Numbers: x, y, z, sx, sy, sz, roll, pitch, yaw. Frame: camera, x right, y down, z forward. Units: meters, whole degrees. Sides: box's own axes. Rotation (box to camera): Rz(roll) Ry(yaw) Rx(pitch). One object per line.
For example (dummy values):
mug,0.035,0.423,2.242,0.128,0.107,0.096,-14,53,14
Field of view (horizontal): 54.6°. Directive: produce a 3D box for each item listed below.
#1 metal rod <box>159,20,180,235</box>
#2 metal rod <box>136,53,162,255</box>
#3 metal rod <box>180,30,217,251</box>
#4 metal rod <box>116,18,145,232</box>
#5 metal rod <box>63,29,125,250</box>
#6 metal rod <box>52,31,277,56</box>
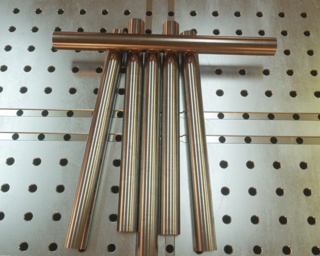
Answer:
metal rod,0.014,-0.014,0.418,0.025,0.025,0.299,1,70,0
metal rod,-0.013,0.035,0.399,0.025,0.025,0.299,1,70,0
metal rod,0.048,0.002,0.412,0.025,0.025,0.299,-2,70,-1
metal rod,-0.037,-0.018,0.418,0.025,0.025,0.299,1,70,0
metal rod,-0.080,0.000,0.410,0.025,0.025,0.299,7,70,2
metal rod,0.006,-0.116,0.428,0.302,0.025,0.025,2,70,0
